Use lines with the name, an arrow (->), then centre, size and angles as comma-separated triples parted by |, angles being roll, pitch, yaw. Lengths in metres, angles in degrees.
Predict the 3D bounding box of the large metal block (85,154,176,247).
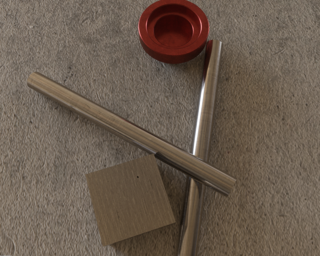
large metal block -> -0.034, 0.085, 0.363 | 0.081, 0.050, 0.080 | -17, 71, -6

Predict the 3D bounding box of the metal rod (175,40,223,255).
metal rod -> 0.054, 0.017, 0.402 | 0.025, 0.025, 0.299 | 9, 70, 3

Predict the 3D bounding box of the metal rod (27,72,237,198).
metal rod -> -0.047, 0.001, 0.391 | 0.301, 0.025, 0.025 | 28, 72, 15

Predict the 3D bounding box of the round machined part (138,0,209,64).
round machined part -> 0.019, -0.135, 0.449 | 0.099, 0.042, 0.098 | 0, 70, -1
